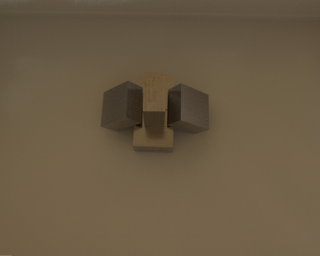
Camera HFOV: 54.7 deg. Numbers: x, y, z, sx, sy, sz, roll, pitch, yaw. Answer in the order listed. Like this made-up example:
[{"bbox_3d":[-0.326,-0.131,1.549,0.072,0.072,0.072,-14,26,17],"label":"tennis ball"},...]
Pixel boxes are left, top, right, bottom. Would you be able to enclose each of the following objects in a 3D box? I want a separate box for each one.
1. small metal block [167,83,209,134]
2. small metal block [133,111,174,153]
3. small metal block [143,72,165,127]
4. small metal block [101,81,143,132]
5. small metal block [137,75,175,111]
[{"bbox_3d":[0.037,-0.024,0.404,0.050,0.025,0.050,17,66,-36],"label":"small metal block"},{"bbox_3d":[-0.008,0.004,0.406,0.050,0.025,0.050,2,70,1],"label":"small metal block"},{"bbox_3d":[-0.007,-0.034,0.379,0.025,0.050,0.050,1,70,0],"label":"small metal block"},{"bbox_3d":[-0.050,-0.027,0.403,0.050,0.025,0.050,-17,64,40],"label":"small metal block"},{"bbox_3d":[-0.007,-0.044,0.423,0.050,0.025,0.050,3,70,0],"label":"small metal block"}]
